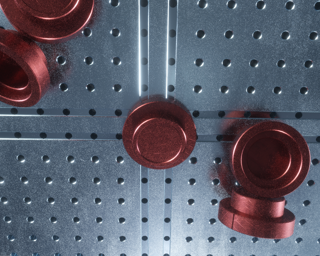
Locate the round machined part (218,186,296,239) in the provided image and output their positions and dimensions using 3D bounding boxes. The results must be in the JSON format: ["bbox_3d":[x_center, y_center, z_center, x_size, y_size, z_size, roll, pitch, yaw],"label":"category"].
[{"bbox_3d":[0.130,0.108,0.417,0.099,0.098,0.042,6,94,-2],"label":"round machined part"}]

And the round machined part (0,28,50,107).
[{"bbox_3d":[-0.173,-0.074,0.361,0.098,0.042,0.097,12,138,11],"label":"round machined part"}]

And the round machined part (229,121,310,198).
[{"bbox_3d":[0.140,0.040,0.410,0.099,0.042,0.097,0,92,0],"label":"round machined part"}]

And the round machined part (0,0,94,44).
[{"bbox_3d":[-0.120,-0.144,0.331,0.099,0.042,0.097,0,91,-17],"label":"round machined part"}]

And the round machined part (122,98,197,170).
[{"bbox_3d":[-0.001,0.012,0.409,0.099,0.042,0.097,0,110,0],"label":"round machined part"}]
